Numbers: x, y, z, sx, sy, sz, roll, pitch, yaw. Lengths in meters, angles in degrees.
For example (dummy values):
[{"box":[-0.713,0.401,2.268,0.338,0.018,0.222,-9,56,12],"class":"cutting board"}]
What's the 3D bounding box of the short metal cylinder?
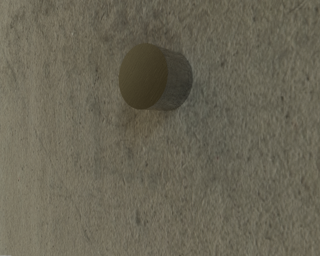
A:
[{"box":[-0.006,-0.062,0.392,0.080,0.050,0.079,0,90,39],"class":"short metal cylinder"}]
